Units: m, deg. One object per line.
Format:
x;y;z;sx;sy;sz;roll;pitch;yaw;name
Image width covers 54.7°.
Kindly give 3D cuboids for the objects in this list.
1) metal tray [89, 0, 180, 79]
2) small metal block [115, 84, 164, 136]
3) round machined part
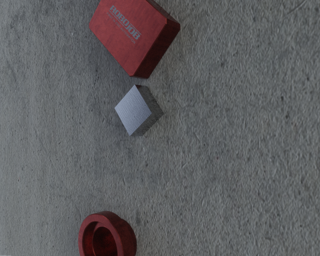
-0.041;-0.142;0.433;0.130;0.030;0.090;51;119;27;metal tray
-0.029;-0.024;0.427;0.050;0.025;0.050;-45;64;30;small metal block
-0.072;0.170;0.451;0.098;0.042;0.097;0;90;39;round machined part
